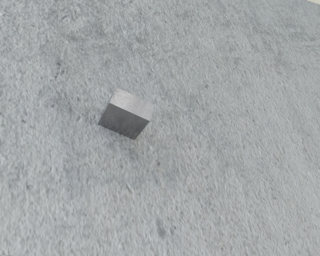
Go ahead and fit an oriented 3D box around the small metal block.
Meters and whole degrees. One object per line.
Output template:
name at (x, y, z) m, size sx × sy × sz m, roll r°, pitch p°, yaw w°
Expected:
small metal block at (-0.041, -0.016, 0.375) m, size 0.050 × 0.050 × 0.025 m, roll 24°, pitch 53°, yaw -13°
